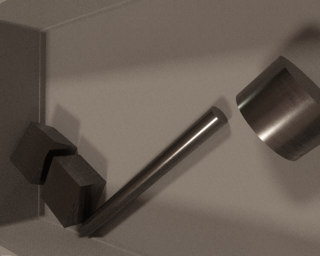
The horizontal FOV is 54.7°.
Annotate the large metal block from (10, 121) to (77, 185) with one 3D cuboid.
[{"bbox_3d":[-0.205,0.045,0.543,0.080,0.050,0.080,32,93,35],"label":"large metal block"}]

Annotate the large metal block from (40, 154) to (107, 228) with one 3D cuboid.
[{"bbox_3d":[-0.143,0.100,0.505,0.080,0.050,0.079,36,112,33],"label":"large metal block"}]

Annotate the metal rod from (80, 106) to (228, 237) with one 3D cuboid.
[{"bbox_3d":[-0.025,0.074,0.425,0.299,0.025,0.025,-44,64,30],"label":"metal rod"}]

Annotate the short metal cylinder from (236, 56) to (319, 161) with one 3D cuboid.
[{"bbox_3d":[0.115,-0.018,0.275,0.050,0.081,0.080,-46,63,30],"label":"short metal cylinder"}]
